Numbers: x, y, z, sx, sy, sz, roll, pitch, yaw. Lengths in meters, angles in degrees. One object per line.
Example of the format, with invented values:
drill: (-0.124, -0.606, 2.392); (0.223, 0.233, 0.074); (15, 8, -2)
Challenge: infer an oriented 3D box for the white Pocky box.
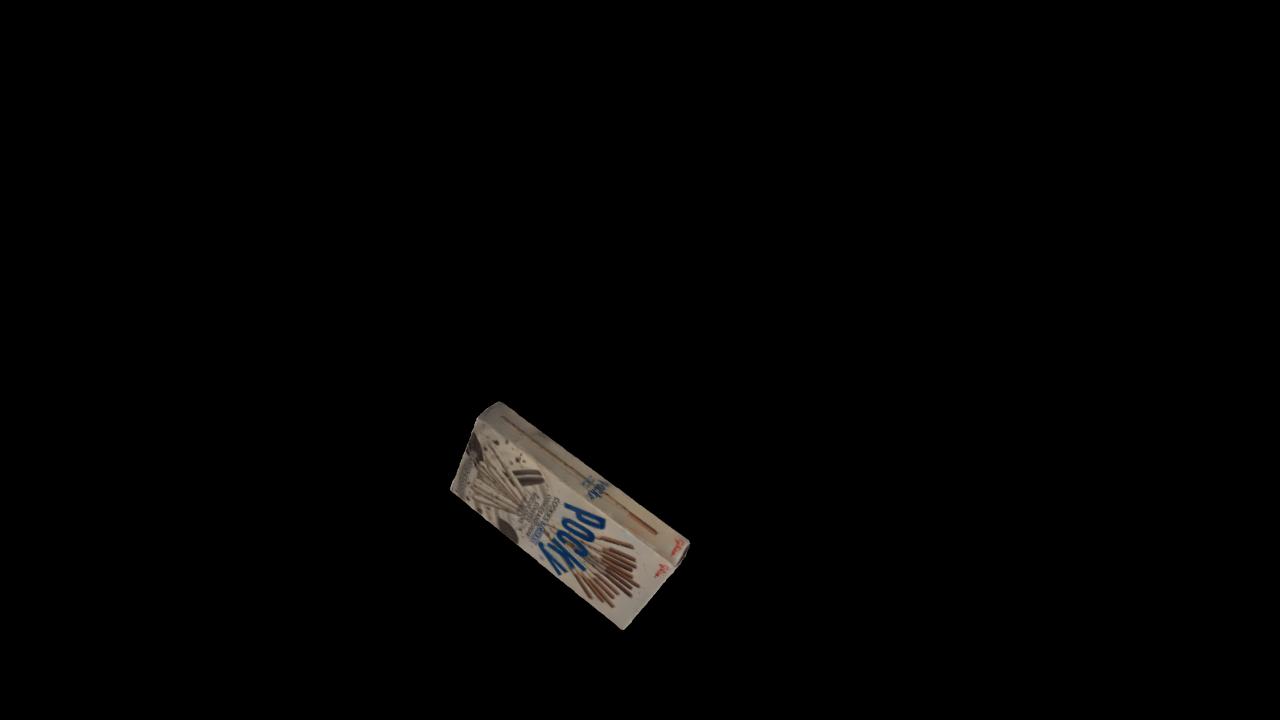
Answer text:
white Pocky box: (-0.051, 0.102, 0.402); (0.154, 0.084, 0.028); (35, 36, 8)
